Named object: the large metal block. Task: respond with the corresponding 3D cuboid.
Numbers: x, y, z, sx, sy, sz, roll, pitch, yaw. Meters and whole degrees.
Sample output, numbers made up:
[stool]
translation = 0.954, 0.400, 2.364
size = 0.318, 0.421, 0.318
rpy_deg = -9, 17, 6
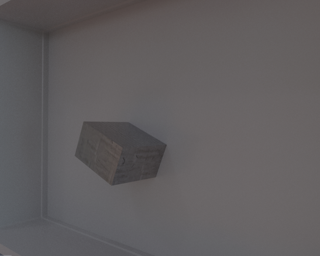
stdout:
[large metal block]
translation = -0.052, 0.030, 0.416
size = 0.080, 0.081, 0.050
rpy_deg = 29, 108, 36
